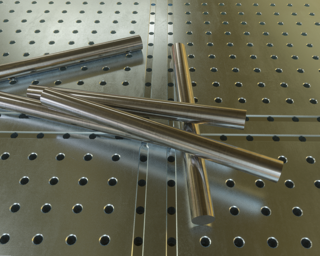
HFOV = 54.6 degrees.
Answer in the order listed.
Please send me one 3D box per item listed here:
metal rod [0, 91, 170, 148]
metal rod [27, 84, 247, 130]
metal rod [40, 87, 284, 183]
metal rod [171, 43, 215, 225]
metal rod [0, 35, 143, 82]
[{"bbox_3d":[-0.130,-0.018,0.422,0.301,0.025,0.025,13,51,10],"label":"metal rod"},{"bbox_3d":[-0.041,-0.030,0.411,0.301,0.025,0.025,8,50,15],"label":"metal rod"},{"bbox_3d":[-0.010,0.003,0.371,0.301,0.025,0.025,18,52,14],"label":"metal rod"},{"bbox_3d":[0.038,-0.018,0.422,0.025,0.025,0.300,-2,50,-2],"label":"metal rod"},{"bbox_3d":[-0.174,-0.106,0.495,0.302,0.025,0.025,-16,52,-14],"label":"metal rod"}]
